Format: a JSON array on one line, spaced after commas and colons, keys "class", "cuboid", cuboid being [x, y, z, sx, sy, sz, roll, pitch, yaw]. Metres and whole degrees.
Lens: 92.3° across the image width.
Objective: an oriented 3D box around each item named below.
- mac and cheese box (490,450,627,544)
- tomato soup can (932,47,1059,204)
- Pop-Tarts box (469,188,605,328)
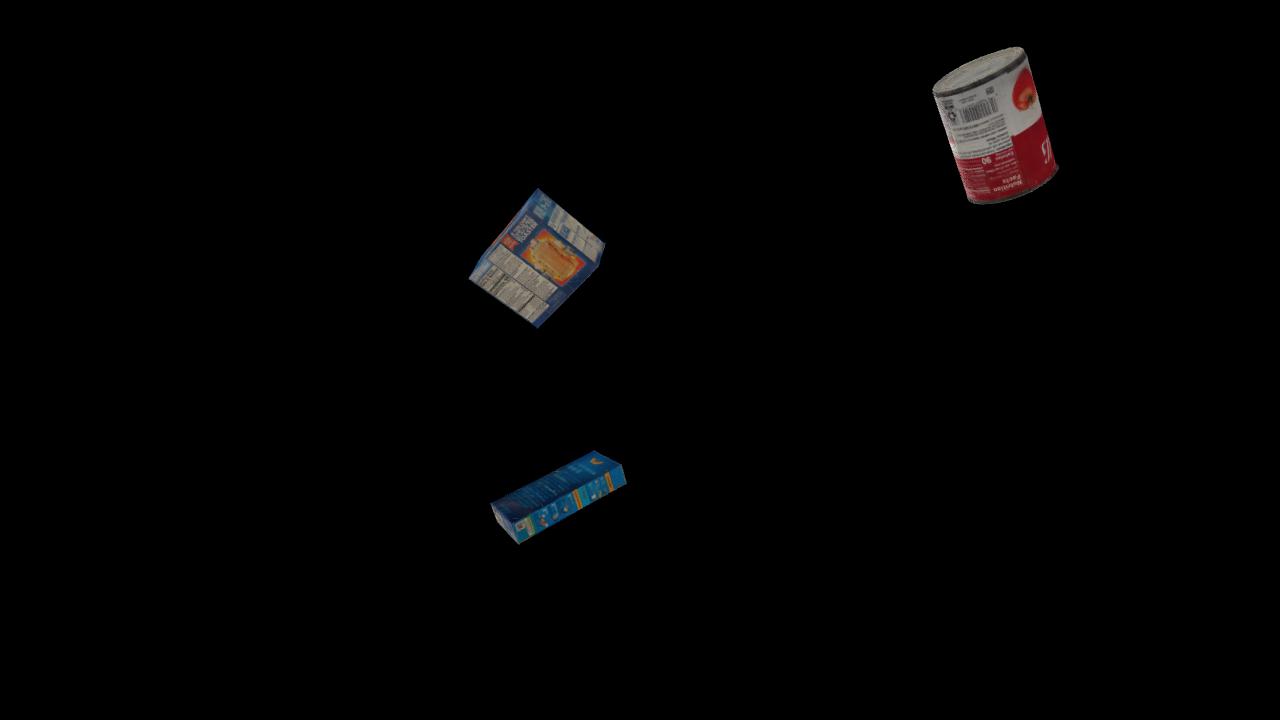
[{"class": "mac and cheese box", "cuboid": [-0.121, 0.199, 0.918, 0.184, 0.041, 0.093, -24, 18, -28]}, {"class": "tomato soup can", "cuboid": [0.285, -0.187, 0.496, 0.068, 0.101, 0.068, -28, 23, 13]}, {"class": "Pop-Tarts box", "cuboid": [-0.165, -0.161, 0.995, 0.141, 0.083, 0.167, 36, -58, -21]}]
